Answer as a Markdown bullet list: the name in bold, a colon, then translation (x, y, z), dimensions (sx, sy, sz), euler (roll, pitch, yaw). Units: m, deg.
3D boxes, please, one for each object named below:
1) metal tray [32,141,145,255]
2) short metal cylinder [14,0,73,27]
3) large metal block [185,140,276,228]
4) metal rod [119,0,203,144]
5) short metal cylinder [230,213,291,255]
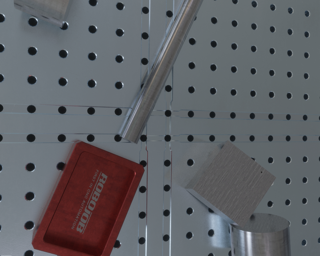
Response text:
- **metal tray**: translation (-0.085, 0.090, 0.378), dimensions (0.090, 0.030, 0.130), euler (25, 82, -19)
- **short metal cylinder**: translation (-0.119, -0.158, 0.339), dimensions (0.050, 0.080, 0.080), euler (20, 84, -19)
- **large metal block**: translation (0.094, 0.076, 0.423), dimensions (0.080, 0.050, 0.080), euler (38, 77, 2)
- **metal rod**: translation (0.020, -0.119, 0.419), dimensions (0.025, 0.025, 0.299), euler (27, 81, -18)
- **short metal cylinder**: translation (0.140, 0.157, 0.436), dimensions (0.081, 0.080, 0.050), euler (-5, 92, -20)
